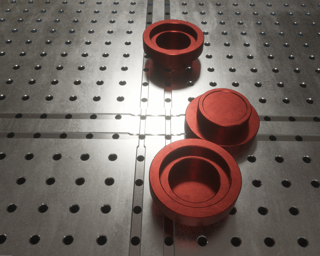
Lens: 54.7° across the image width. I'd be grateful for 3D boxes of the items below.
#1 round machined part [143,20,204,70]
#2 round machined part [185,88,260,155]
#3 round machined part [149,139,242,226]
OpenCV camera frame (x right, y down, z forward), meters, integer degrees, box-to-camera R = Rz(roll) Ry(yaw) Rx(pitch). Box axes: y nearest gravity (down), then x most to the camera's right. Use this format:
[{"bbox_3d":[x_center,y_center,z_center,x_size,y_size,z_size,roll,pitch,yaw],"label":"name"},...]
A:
[{"bbox_3d":[0.021,-0.134,0.509,0.099,0.042,0.098,0,50,0],"label":"round machined part"},{"bbox_3d":[0.083,-0.015,0.411,0.099,0.042,0.098,0,50,0],"label":"round machined part"},{"bbox_3d":[0.037,0.062,0.345,0.099,0.042,0.098,0,50,0],"label":"round machined part"}]
